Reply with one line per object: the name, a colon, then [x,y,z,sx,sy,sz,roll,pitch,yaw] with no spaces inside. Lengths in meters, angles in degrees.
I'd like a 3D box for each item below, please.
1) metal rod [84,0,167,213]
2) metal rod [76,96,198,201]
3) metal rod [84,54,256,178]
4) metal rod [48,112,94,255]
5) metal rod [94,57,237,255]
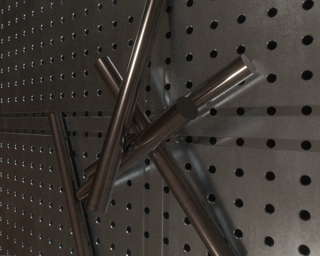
metal rod: [-0.035,-0.050,0.377,0.025,0.025,0.299,5,74,39]
metal rod: [-0.051,0.045,0.401,0.299,0.025,0.025,-40,65,48]
metal rod: [-0.008,0.001,0.413,0.299,0.025,0.025,-34,69,34]
metal rod: [-0.149,0.116,0.529,0.025,0.025,0.299,-27,73,36]
metal rod: [0.001,0.034,0.380,0.025,0.025,0.299,-42,73,32]
